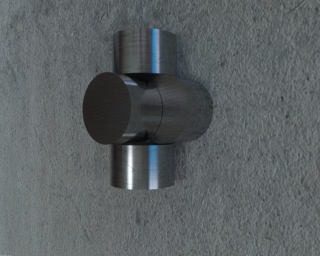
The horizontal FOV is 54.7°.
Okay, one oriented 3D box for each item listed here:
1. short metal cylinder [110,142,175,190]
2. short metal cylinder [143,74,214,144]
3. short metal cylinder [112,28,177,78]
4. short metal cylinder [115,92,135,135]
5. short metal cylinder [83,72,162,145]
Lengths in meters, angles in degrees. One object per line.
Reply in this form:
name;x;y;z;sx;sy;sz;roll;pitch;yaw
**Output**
short metal cylinder;-0.022;0.044;0.387;0.080;0.081;0.050;1;91;39
short metal cylinder;0.017;-0.022;0.374;0.080;0.050;0.079;0;90;39
short metal cylinder;-0.019;-0.087;0.385;0.080;0.081;0.050;0;90;39
short metal cylinder;-0.045;-0.022;0.425;0.080;0.050;0.079;0;90;39
short metal cylinder;-0.044;-0.022;0.359;0.080;0.050;0.079;0;90;39
